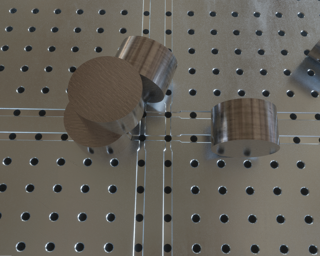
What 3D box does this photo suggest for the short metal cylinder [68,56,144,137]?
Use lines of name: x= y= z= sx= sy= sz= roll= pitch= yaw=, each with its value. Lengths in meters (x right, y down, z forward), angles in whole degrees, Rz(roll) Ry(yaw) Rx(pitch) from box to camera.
short metal cylinder: x=-0.059 y=-0.035 z=0.357 sx=0.081 sy=0.050 sz=0.080 roll=0 pitch=70 yaw=0

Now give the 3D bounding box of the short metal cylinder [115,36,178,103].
short metal cylinder: x=-0.023 y=-0.075 z=0.410 sx=0.080 sy=0.080 sz=0.050 roll=20 pitch=71 yaw=7

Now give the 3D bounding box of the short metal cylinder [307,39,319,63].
short metal cylinder: x=0.254 y=-0.121 z=0.430 sx=0.050 sy=0.080 sz=0.080 roll=39 pitch=75 yaw=13

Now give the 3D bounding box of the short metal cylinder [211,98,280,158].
short metal cylinder: x=0.104 y=0.003 z=0.383 sx=0.081 sy=0.080 sz=0.050 roll=3 pitch=70 yaw=0

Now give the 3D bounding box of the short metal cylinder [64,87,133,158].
short metal cylinder: x=-0.077 y=-0.006 z=0.400 sx=0.081 sy=0.050 sz=0.080 roll=0 pitch=70 yaw=0
